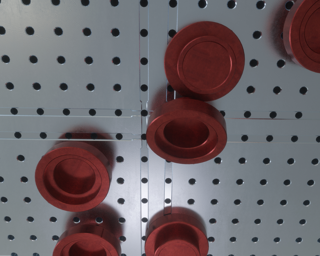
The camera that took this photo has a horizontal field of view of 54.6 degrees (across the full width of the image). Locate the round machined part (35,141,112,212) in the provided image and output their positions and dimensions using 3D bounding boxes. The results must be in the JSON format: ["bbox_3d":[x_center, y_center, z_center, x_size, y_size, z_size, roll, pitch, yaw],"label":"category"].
[{"bbox_3d":[-0.115,0.062,0.426,0.099,0.042,0.097,0,110,0],"label":"round machined part"}]

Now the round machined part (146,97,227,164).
[{"bbox_3d":[0.033,0.000,0.391,0.098,0.042,0.097,4,136,4],"label":"round machined part"}]

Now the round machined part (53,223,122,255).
[{"bbox_3d":[-0.108,0.186,0.472,0.099,0.042,0.097,0,110,0],"label":"round machined part"}]

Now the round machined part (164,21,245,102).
[{"bbox_3d":[0.054,-0.078,0.376,0.099,0.042,0.097,0,110,0],"label":"round machined part"}]

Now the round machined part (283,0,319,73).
[{"bbox_3d":[0.193,-0.116,0.363,0.099,0.042,0.097,0,110,0],"label":"round machined part"}]

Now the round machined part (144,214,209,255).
[{"bbox_3d":[0.025,0.184,0.472,0.099,0.042,0.097,0,110,0],"label":"round machined part"}]
